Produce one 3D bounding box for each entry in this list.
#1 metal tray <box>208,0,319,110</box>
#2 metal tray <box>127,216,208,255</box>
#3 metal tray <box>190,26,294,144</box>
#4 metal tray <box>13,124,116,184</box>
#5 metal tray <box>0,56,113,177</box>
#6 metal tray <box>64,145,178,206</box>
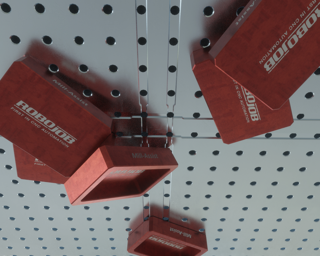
[{"bbox_3d":[0.123,-0.093,0.304,0.090,0.030,0.130,33,109,-18],"label":"metal tray"},{"bbox_3d":[0.014,0.223,0.597,0.131,0.030,0.090,26,126,-20],"label":"metal tray"},{"bbox_3d":[0.101,-0.045,0.371,0.090,0.030,0.130,-19,128,15],"label":"metal tray"},{"bbox_3d":[-0.134,0.041,0.442,0.131,0.030,0.089,8,130,-8],"label":"metal tray"},{"bbox_3d":[-0.134,-0.010,0.372,0.130,0.030,0.090,39,106,-18],"label":"metal tray"},{"bbox_3d":[-0.048,0.062,0.416,0.090,0.030,0.131,-43,150,28],"label":"metal tray"}]
